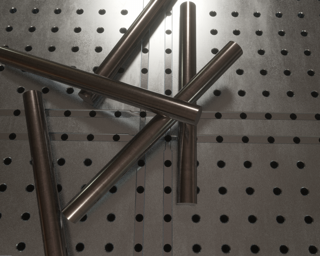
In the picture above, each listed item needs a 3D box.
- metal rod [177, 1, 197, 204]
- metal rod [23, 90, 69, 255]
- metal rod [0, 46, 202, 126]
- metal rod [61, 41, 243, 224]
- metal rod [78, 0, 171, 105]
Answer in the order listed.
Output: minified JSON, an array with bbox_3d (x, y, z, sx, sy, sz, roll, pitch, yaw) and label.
[{"bbox_3d":[0.038,-0.048,0.429,0.025,0.025,0.299,2,70,0],"label":"metal rod"},{"bbox_3d":[-0.136,0.090,0.377,0.025,0.025,0.299,-14,71,-6],"label":"metal rod"},{"bbox_3d":[-0.091,-0.060,0.403,0.301,0.025,0.025,19,71,17],"label":"metal rod"},{"bbox_3d":[-0.004,0.000,0.391,0.025,0.025,0.300,43,82,13],"label":"metal rod"},{"bbox_3d":[-0.024,-0.160,0.469,0.025,0.025,0.300,30,72,10],"label":"metal rod"}]
